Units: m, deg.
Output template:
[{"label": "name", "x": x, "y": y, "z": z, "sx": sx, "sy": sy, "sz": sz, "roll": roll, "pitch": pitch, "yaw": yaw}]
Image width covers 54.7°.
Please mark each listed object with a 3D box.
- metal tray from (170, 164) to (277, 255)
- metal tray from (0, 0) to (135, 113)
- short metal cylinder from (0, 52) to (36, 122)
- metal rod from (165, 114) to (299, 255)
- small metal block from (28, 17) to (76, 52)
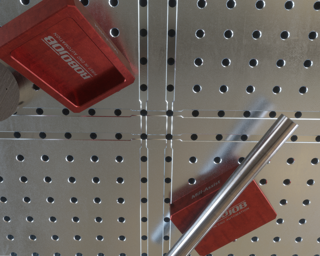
[{"label": "metal tray", "x": 0.091, "y": 0.123, "z": 0.457, "sx": 0.130, "sy": 0.030, "sz": 0.090, "roll": -33, "pitch": 107, "yaw": 11}, {"label": "metal tray", "x": -0.097, "y": -0.075, "z": 0.341, "sx": 0.090, "sy": 0.030, "sz": 0.130, "roll": -28, "pitch": 147, "yaw": 10}, {"label": "short metal cylinder", "x": -0.202, "y": -0.052, "z": 0.379, "sx": 0.081, "sy": 0.050, "sz": 0.079, "roll": 0, "pitch": 110, "yaw": 0}, {"label": "metal rod", "x": 0.078, "y": 0.107, "z": 0.420, "sx": 0.025, "sy": 0.025, "sz": 0.299, "roll": 31, "pitch": 107, "yaw": -11}, {"label": "small metal block", "x": -0.127, "y": -0.108, "z": 0.359, "sx": 0.050, "sy": 0.050, "sz": 0.025, "roll": -20, "pitch": 109, "yaw": 7}]
